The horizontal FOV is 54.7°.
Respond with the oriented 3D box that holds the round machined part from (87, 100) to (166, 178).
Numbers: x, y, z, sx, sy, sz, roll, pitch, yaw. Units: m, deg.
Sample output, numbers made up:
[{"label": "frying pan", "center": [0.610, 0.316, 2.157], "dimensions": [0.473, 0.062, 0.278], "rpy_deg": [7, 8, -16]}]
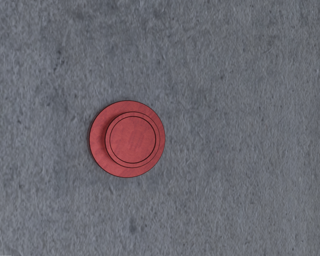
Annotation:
[{"label": "round machined part", "center": [-0.039, 0.014, 0.387], "dimensions": [0.099, 0.042, 0.097], "rpy_deg": [0, 90, -21]}]
